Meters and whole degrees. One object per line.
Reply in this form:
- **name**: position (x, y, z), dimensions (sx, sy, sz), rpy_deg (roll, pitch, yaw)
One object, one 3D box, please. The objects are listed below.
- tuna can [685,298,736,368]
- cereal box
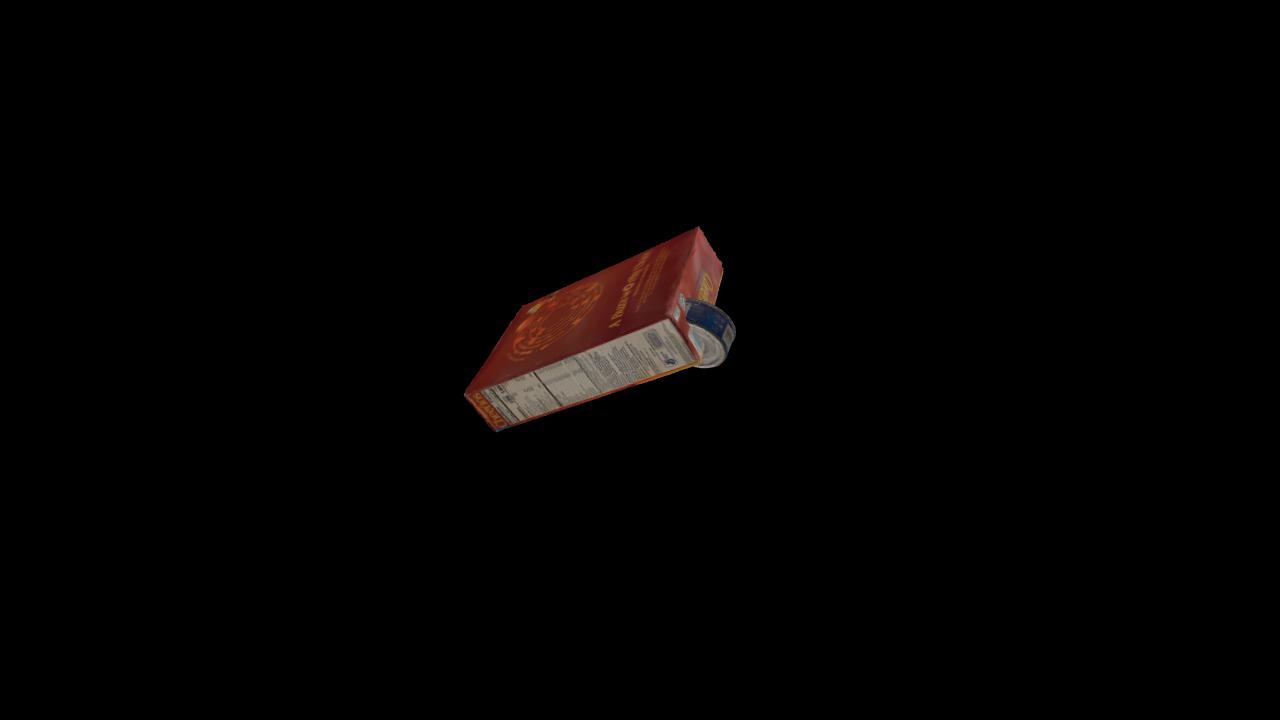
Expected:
- **tuna can**: position (0.060, -0.028, 0.675), dimensions (0.084, 0.034, 0.084), rpy_deg (19, -31, 12)
- **cereal box**: position (-0.055, -0.036, 0.770), dimensions (0.306, 0.081, 0.203), rpy_deg (-20, 30, 29)
